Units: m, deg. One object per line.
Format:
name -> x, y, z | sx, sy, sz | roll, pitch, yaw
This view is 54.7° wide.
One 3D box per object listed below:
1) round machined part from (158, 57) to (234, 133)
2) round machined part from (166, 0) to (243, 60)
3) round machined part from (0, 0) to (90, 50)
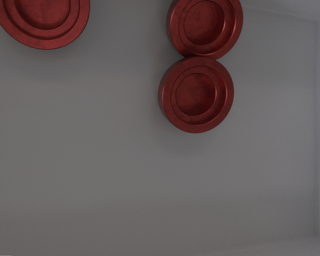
round machined part -> 0.044, -0.045, 0.410 | 0.099, 0.042, 0.097 | -4, 105, -16
round machined part -> 0.055, -0.139, 0.407 | 0.099, 0.042, 0.097 | -7, 120, -13
round machined part -> -0.128, -0.139, 0.342 | 0.099, 0.042, 0.097 | -5, 112, -12
